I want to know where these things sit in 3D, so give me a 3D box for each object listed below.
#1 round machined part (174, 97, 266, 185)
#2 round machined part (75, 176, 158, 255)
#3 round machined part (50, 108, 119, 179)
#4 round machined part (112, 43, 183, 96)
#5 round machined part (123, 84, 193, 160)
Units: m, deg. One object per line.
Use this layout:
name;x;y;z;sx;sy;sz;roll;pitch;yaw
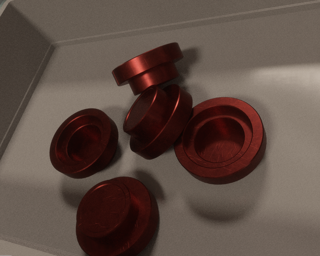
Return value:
round machined part;0.068;0.017;0.348;0.098;0.042;0.098;-13;56;20
round machined part;-0.055;0.099;0.354;0.098;0.042;0.098;-15;48;17
round machined part;-0.100;0.025;0.430;0.098;0.042;0.098;-13;56;20
round machined part;-0.012;-0.076;0.424;0.098;0.098;0.042;-23;96;14
round machined part;-0.009;-0.014;0.378;0.098;0.042;0.098;-44;25;27
